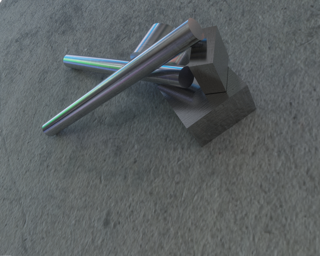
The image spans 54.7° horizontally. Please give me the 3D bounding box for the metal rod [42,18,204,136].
[{"bbox_3d":[-0.070,-0.049,0.402,0.299,0.025,0.025,-25,50,38],"label":"metal rod"}]

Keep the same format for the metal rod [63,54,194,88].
[{"bbox_3d":[-0.068,-0.090,0.458,0.300,0.025,0.025,19,71,47],"label":"metal rod"}]

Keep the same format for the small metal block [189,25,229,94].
[{"bbox_3d":[0.055,-0.073,0.336,0.025,0.050,0.050,-4,60,26],"label":"small metal block"}]

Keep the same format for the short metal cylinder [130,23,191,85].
[{"bbox_3d":[0.007,-0.096,0.426,0.080,0.080,0.050,23,74,36],"label":"short metal cylinder"}]

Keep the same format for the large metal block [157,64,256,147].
[{"bbox_3d":[0.056,-0.038,0.380,0.080,0.050,0.080,-36,51,5],"label":"large metal block"}]
